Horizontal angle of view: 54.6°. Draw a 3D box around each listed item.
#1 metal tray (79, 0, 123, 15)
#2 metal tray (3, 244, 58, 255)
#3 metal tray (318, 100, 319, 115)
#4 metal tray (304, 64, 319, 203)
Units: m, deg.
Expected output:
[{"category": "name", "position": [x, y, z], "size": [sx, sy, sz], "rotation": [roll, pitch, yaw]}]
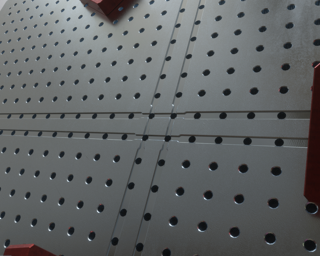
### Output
[{"category": "metal tray", "position": [-0.119, -0.295, 0.650], "size": [0.090, 0.030, 0.130], "rotation": [-46, 51, -4]}, {"category": "metal tray", "position": [-0.132, 0.194, 0.306], "size": [0.030, 0.090, 0.130], "rotation": [-9, 51, 16]}, {"category": "metal tray", "position": [0.226, -0.059, 0.323], "size": [0.090, 0.030, 0.130], "rotation": [9, 66, 32]}, {"category": "metal tray", "position": [0.184, 0.007, 0.275], "size": [0.090, 0.030, 0.129], "rotation": [4, 84, 32]}]
